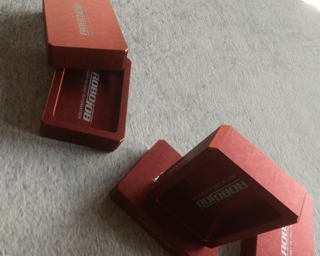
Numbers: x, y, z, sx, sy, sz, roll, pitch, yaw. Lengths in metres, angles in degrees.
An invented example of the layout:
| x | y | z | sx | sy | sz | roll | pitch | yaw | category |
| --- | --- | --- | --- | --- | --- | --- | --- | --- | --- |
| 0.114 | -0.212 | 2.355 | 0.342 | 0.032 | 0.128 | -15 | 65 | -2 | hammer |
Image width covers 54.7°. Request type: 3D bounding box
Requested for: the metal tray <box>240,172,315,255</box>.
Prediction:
| x | y | z | sx | sy | sz | roll | pitch | yaw | category |
| --- | --- | --- | --- | --- | --- | --- | --- | --- | --- |
| 0.156 | 0.133 | 0.406 | 0.090 | 0.030 | 0.130 | 27 | 52 | -12 | metal tray |

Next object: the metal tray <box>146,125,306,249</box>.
| x | y | z | sx | sy | sz | roll | pitch | yaw | category |
| --- | --- | --- | --- | --- | --- | --- | --- | --- | --- |
| 0.053 | 0.062 | 0.289 | 0.090 | 0.129 | 0.030 | 40 | 51 | -2 | metal tray |

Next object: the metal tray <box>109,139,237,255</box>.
| x | y | z | sx | sy | sz | roll | pitch | yaw | category |
| --- | --- | --- | --- | --- | --- | --- | --- | --- | --- |
| 0.019 | 0.087 | 0.359 | 0.130 | 0.030 | 0.090 | 43 | 51 | 1 | metal tray |

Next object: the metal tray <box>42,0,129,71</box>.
| x | y | z | sx | sy | sz | roll | pitch | yaw | category |
| --- | --- | --- | --- | --- | --- | --- | --- | --- | --- |
| -0.100 | -0.127 | 0.399 | 0.091 | 0.030 | 0.130 | -2 | 48 | -23 | metal tray |

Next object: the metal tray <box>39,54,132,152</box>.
| x | y | z | sx | sy | sz | roll | pitch | yaw | category |
| --- | --- | --- | --- | --- | --- | --- | --- | --- | --- |
| -0.086 | -0.042 | 0.380 | 0.091 | 0.030 | 0.130 | 15 | 56 | -20 | metal tray |
